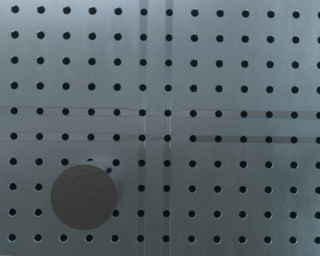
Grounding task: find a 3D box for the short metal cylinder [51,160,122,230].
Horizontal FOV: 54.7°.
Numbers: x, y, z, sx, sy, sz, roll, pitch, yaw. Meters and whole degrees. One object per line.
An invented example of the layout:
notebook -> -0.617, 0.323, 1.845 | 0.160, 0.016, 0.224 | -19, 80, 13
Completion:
short metal cylinder -> -0.092, 0.084, 0.400 | 0.081, 0.050, 0.079 | 0, 90, -1
